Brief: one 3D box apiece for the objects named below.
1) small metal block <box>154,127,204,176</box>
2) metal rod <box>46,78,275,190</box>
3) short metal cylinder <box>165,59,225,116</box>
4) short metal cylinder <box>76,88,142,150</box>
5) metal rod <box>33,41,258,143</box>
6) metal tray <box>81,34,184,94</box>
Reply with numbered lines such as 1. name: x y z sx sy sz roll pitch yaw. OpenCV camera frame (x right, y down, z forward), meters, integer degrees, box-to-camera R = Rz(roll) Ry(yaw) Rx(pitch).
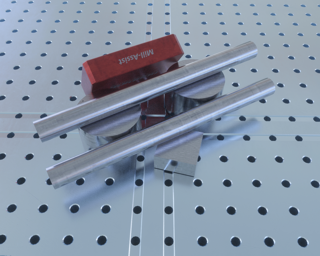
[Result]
1. small metal block: 0.024 0.027 0.384 0.050 0.025 0.050 12 51 9
2. metal rod: 0.016 -0.002 0.375 0.302 0.025 0.025 -23 54 -19
3. short metal cylinder: 0.047 -0.052 0.436 0.081 0.050 0.080 0 50 0
4. short metal cylinder: -0.063 -0.005 0.395 0.081 0.050 0.080 0 50 0
5. metal rod: -0.002 -0.053 0.385 0.302 0.025 0.025 -24 54 -19
6. metal tray: -0.041 -0.081 0.431 0.131 0.090 0.030 -23 86 -19
